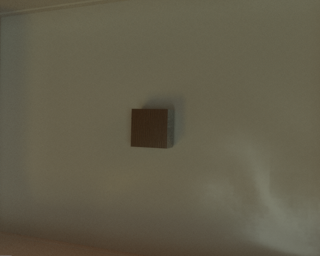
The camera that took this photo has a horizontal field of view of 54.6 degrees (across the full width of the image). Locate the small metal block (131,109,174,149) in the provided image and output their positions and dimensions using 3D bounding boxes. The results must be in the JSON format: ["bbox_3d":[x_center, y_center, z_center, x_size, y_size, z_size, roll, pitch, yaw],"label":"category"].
[{"bbox_3d":[-0.010,0.000,0.410,0.050,0.025,0.050,2,91,20],"label":"small metal block"}]
